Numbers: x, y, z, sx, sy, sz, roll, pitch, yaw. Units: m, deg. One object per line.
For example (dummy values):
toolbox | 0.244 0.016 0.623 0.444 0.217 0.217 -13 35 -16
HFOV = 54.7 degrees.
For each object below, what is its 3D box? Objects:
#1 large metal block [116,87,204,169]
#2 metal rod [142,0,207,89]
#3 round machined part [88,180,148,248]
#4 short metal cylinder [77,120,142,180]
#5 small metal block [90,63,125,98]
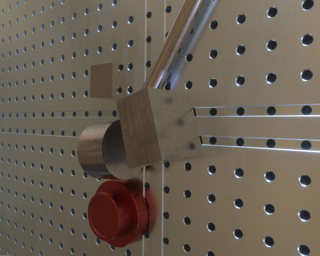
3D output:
large metal block | 0.001 0.001 0.371 0.050 0.081 0.080 -19 78 38
metal rod | 0.033 -0.136 0.380 0.025 0.025 0.298 41 115 32
round machined part | -0.068 0.125 0.452 0.098 0.042 0.097 0 90 39
short metal cylinder | -0.065 0.030 0.425 0.050 0.081 0.080 -6 86 40
small metal block | -0.081 -0.071 0.473 0.050 0.025 0.050 4 92 39
